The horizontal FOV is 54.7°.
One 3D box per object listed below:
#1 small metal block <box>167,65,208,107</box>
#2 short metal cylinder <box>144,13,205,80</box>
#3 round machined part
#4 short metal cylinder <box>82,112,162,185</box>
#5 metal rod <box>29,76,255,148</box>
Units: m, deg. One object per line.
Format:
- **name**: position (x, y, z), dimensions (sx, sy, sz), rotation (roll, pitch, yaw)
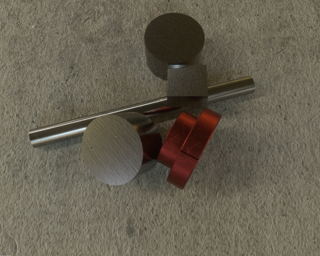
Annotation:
- **small metal block**: position (0.035, -0.055, 0.402), dimensions (0.050, 0.025, 0.050), rotation (0, 60, 3)
- **short metal cylinder**: position (0.019, -0.113, 0.436), dimensions (0.081, 0.050, 0.080), rotation (0, 70, 0)
- **round machined part**: position (0.031, 0.019, 0.362), dimensions (0.042, 0.098, 0.098), rotation (28, 72, 9)
- **short metal cylinder**: position (-0.044, 0.022, 0.367), dimensions (0.080, 0.050, 0.079), rotation (3, 97, 24)
- **metal rod**: position (-0.019, -0.023, 0.416), dimensions (0.302, 0.025, 0.025), rotation (-14, 71, -6)
